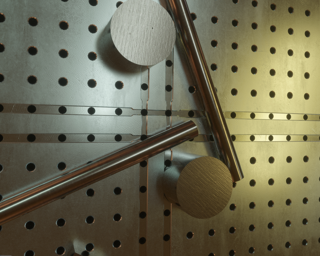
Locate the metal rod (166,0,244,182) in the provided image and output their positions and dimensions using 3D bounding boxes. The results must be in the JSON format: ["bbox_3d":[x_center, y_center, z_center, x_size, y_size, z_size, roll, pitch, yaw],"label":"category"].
[{"bbox_3d":[0.061,-0.065,0.434,0.025,0.025,0.298,-22,98,-19],"label":"metal rod"}]

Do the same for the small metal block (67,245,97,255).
[{"bbox_3d":[-0.096,0.180,0.377,0.050,0.025,0.050,34,79,-17],"label":"small metal block"}]

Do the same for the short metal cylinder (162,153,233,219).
[{"bbox_3d":[0.050,0.076,0.418,0.081,0.050,0.079,0,90,-20],"label":"short metal cylinder"}]

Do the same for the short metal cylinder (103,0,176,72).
[{"bbox_3d":[-0.027,-0.114,0.389,0.081,0.050,0.079,0,90,-20],"label":"short metal cylinder"}]

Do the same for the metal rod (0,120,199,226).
[{"bbox_3d":[-0.086,0.056,0.381,0.302,0.025,0.025,-23,98,-19],"label":"metal rod"}]
